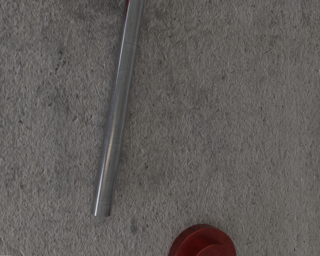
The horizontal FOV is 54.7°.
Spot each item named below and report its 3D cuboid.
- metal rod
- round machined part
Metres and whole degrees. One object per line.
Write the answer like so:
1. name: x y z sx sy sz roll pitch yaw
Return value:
1. metal rod: -0.050 -0.041 0.390 0.025 0.025 0.298 10 87 -20
2. round machined part: 0.064 0.186 0.424 0.099 0.042 0.097 0 90 -20
